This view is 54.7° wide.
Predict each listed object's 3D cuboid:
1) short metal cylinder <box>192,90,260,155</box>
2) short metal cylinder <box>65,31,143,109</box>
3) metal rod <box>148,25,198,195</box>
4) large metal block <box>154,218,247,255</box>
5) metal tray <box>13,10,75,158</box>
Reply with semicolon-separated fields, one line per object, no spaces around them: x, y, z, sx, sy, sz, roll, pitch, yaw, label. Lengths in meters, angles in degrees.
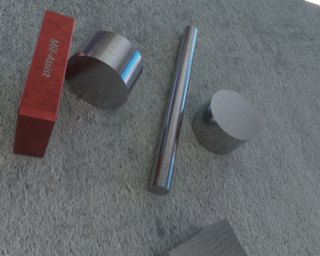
0.093;-0.008;0.443;0.081;0.050;0.080;14;56;-21;short metal cylinder
-0.067;-0.069;0.374;0.080;0.080;0.050;30;52;-9;short metal cylinder
0.026;-0.047;0.445;0.025;0.025;0.300;23;53;-14;metal rod
0.047;0.152;0.320;0.081;0.050;0.080;-17;71;-35;large metal block
-0.121;-0.045;0.324;0.030;0.090;0.130;13;56;-21;metal tray
